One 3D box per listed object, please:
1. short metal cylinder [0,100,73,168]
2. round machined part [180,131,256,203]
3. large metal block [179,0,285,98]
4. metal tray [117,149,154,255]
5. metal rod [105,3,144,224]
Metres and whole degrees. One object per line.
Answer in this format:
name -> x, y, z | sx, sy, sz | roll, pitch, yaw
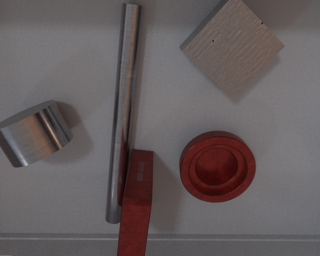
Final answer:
short metal cylinder -> -0.156, 0.005, 0.382 | 0.080, 0.080, 0.050 | -20, 109, 7
round machined part -> 0.075, 0.049, 0.421 | 0.099, 0.042, 0.097 | 0, 110, -1
large metal block -> 0.081, -0.096, 0.364 | 0.080, 0.050, 0.080 | 40, 105, -14
metal tray -> -0.029, 0.093, 0.389 | 0.030, 0.130, 0.089 | 7, 110, -3
metal rod -> -0.050, -0.004, 0.409 | 0.025, 0.025, 0.298 | 7, 110, -3
